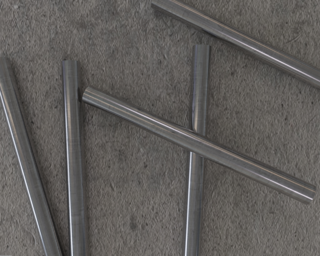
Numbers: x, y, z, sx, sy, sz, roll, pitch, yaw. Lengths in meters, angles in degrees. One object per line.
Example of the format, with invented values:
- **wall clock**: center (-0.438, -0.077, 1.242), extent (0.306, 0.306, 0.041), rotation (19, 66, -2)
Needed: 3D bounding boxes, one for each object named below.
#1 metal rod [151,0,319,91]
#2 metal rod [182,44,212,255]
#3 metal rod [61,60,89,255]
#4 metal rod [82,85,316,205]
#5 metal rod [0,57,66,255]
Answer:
- **metal rod**: center (0.128, -0.105, 0.410), extent (0.301, 0.025, 0.025), rotation (26, 90, 0)
- **metal rod**: center (0.048, 0.042, 0.410), extent (0.025, 0.025, 0.298), rotation (3, 90, 0)
- **metal rod**: center (-0.111, 0.062, 0.408), extent (0.025, 0.025, 0.298), rotation (-3, 90, 0)
- **metal rod**: center (0.041, 0.017, 0.385), extent (0.301, 0.025, 0.025), rotation (24, 90, 9)
- **metal rod**: center (-0.171, 0.054, 0.408), extent (0.025, 0.025, 0.298), rotation (-16, 90, 0)
